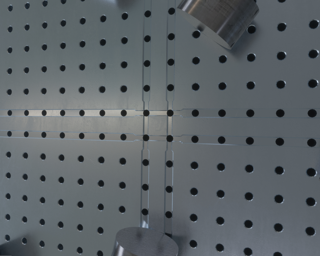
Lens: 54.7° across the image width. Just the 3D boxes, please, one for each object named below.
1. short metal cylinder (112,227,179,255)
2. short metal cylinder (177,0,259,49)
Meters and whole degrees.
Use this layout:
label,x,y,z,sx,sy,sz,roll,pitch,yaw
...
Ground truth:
label,x,y,z,sx,sy,sz,roll,pitch,yaw
short metal cylinder,-0.022,0.167,0.391,0.080,0.080,0.050,15,95,19
short metal cylinder,0.066,-0.136,0.360,0.080,0.080,0.050,40,103,15
